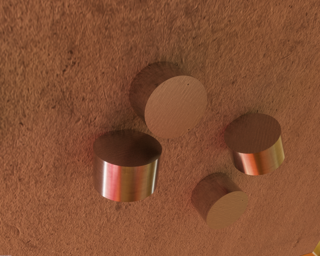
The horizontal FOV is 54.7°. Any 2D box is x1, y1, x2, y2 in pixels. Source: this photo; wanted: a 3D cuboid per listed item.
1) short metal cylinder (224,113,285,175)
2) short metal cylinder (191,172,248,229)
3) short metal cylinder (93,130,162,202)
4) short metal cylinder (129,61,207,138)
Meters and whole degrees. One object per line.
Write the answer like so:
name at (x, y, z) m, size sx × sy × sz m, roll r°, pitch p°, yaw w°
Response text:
short metal cylinder at (0.141, 0.023, 0.463) m, size 0.080 × 0.080 × 0.050 m, roll -33°, pitch 129°, yaw -7°
short metal cylinder at (0.099, 0.122, 0.520) m, size 0.081 × 0.050 × 0.079 m, roll -14°, pitch 124°, yaw -21°
short metal cylinder at (-0.040, 0.043, 0.376) m, size 0.081 × 0.080 × 0.050 m, roll -7°, pitch 122°, yaw -25°
short metal cylinder at (0.009, -0.034, 0.374) m, size 0.081 × 0.050 × 0.079 m, roll -14°, pitch 124°, yaw -21°
